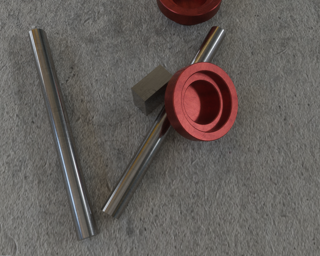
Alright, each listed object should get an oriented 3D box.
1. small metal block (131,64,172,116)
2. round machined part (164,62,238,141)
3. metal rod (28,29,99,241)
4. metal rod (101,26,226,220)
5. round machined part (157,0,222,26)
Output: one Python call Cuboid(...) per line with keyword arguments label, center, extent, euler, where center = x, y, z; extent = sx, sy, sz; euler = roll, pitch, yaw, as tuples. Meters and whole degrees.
Cuboid(label="small metal block", center=(-0.009, -0.049, 0.413), extent=(0.050, 0.050, 0.025), euler=(-42, 76, -14))
Cuboid(label="round machined part", center=(0.048, -0.032, 0.396), extent=(0.099, 0.042, 0.097), euler=(1, 87, -29))
Cuboid(label="metal rod", center=(-0.132, -0.005, 0.409), extent=(0.025, 0.025, 0.299), euler=(-18, 71, -7))
Cuboid(label="metal rod", center=(0.013, -0.019, 0.415), extent=(0.025, 0.025, 0.300), euler=(28, 72, 9))
Cuboid(label="round machined part", center=(0.044, -0.197, 0.471), extent=(0.099, 0.042, 0.098), euler=(0, 70, 0))
